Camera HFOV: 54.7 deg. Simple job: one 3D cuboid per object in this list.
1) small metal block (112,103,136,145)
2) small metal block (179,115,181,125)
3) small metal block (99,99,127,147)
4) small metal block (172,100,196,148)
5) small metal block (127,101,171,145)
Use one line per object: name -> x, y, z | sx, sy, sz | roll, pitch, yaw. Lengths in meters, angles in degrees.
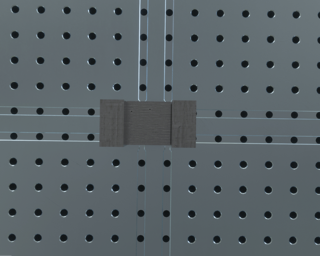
small metal block -> -0.045, -0.005, 0.400 | 0.025, 0.050, 0.050 | 1, 90, 0
small metal block -> 0.020, -0.004, 0.401 | 0.025, 0.050, 0.050 | -1, 90, 0
small metal block -> -0.051, -0.005, 0.349 | 0.025, 0.050, 0.050 | 1, 90, 0
small metal block -> 0.025, -0.004, 0.350 | 0.025, 0.050, 0.050 | 1, 90, 0
small metal block -> -0.013, -0.006, 0.364 | 0.050, 0.025, 0.050 | 1, 90, -1
